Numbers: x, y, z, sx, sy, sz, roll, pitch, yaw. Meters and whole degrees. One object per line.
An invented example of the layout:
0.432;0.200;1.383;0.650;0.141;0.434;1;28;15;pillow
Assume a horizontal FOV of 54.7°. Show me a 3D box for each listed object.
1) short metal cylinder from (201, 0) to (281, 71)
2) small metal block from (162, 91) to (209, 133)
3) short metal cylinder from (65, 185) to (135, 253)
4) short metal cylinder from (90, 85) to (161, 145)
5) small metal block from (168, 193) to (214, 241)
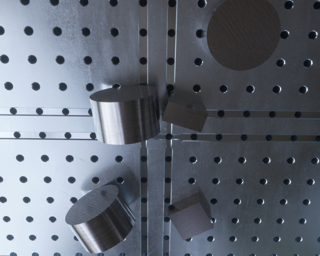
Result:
0.091;-0.111;0.360;0.081;0.050;0.079;0;110;0;short metal cylinder
0.030;-0.021;0.392;0.050;0.050;0.025;17;109;-6;small metal block
-0.082;0.124;0.429;0.080;0.080;0.050;-24;109;8;short metal cylinder
-0.041;-0.019;0.377;0.080;0.080;0.050;-4;110;1;short metal cylinder
0.046;0.132;0.463;0.050;0.025;0.050;-26;108;9;small metal block
